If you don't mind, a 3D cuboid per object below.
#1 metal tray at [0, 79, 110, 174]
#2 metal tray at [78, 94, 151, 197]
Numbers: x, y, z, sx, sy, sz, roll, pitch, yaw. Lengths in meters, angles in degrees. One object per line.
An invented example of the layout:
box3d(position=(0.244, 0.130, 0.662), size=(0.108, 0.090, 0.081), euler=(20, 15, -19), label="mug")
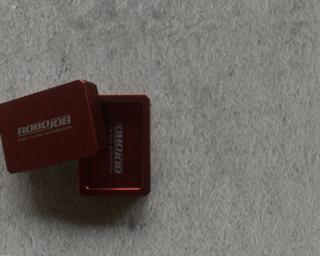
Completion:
box3d(position=(-0.135, 0.000, 0.384), size=(0.130, 0.030, 0.090), euler=(-13, 86, 16), label="metal tray")
box3d(position=(-0.058, 0.022, 0.406), size=(0.091, 0.030, 0.129), euler=(0, 90, -1), label="metal tray")
